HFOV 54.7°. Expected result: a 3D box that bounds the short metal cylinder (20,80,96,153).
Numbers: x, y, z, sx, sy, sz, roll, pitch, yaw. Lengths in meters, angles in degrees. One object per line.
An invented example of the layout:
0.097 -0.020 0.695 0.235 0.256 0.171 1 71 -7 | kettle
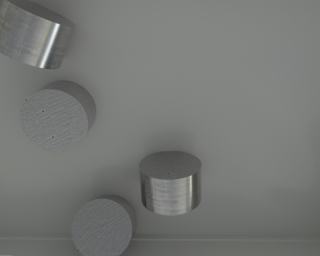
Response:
-0.126 -0.016 0.391 0.081 0.050 0.079 0 110 0 | short metal cylinder

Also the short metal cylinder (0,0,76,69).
-0.141 -0.106 0.341 0.080 0.080 0.050 25 108 -9 | short metal cylinder

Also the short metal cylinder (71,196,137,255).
-0.075 0.137 0.431 0.080 0.050 0.080 0 82 3 | short metal cylinder

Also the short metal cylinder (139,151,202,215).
0.014 0.070 0.408 0.080 0.080 0.050 -2 110 1 | short metal cylinder
